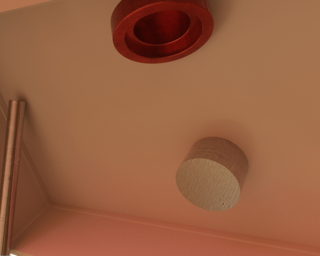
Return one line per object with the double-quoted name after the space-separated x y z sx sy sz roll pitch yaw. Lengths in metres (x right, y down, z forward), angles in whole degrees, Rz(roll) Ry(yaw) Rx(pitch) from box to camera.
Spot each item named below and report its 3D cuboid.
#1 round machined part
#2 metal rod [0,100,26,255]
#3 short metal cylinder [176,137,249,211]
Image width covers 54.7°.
0.001 -0.108 0.306 0.098 0.099 0.042 -24 67 36 "round machined part"
-0.252 0.103 0.515 0.025 0.025 0.298 10 95 22 "metal rod"
0.067 0.058 0.392 0.080 0.050 0.079 13 124 20 "short metal cylinder"
